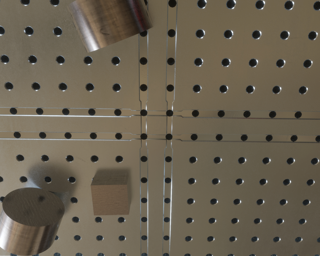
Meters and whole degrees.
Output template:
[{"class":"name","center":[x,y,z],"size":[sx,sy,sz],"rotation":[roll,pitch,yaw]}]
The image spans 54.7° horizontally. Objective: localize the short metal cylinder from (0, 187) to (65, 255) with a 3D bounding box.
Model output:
[{"class":"short metal cylinder","center":[-0.180,0.127,0.429],"size":[0.080,0.080,0.050],"rotation":[21,109,-8]}]

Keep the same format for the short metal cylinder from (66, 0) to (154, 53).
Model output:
[{"class":"short metal cylinder","center":[-0.054,-0.121,0.339],"size":[0.080,0.080,0.050],"rotation":[-19,109,7]}]

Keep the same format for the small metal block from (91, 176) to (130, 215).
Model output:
[{"class":"small metal block","center":[-0.070,0.098,0.449],"size":[0.050,0.025,0.050],"rotation":[-1,110,0]}]
